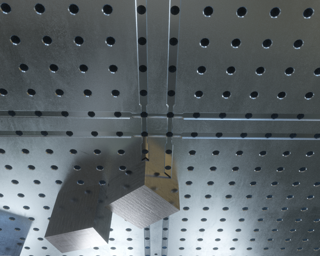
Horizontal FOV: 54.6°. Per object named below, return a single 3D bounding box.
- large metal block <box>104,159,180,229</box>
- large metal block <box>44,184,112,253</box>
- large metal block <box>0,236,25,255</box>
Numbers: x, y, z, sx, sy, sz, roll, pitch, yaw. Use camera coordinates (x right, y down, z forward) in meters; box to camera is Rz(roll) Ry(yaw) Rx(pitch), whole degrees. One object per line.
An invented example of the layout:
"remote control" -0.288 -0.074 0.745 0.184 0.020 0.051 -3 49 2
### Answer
"large metal block" -0.026 0.105 0.484 0.080 0.050 0.080 -33 123 24
"large metal block" -0.125 0.144 0.497 0.080 0.080 0.050 -15 129 12
"large metal block" -0.326 0.257 0.611 0.080 0.050 0.080 24 126 -19
